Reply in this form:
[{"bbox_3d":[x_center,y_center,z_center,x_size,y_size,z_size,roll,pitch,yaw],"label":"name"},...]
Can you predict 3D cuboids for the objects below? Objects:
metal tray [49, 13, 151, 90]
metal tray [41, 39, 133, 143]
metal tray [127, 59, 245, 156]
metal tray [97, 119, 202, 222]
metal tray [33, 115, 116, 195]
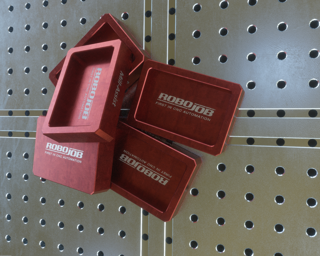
[{"bbox_3d":[-0.086,-0.083,0.440,0.130,0.030,0.090,-41,76,15],"label":"metal tray"},{"bbox_3d":[-0.091,-0.047,0.397,0.090,0.030,0.130,-2,65,27],"label":"metal tray"},{"bbox_3d":[0.031,-0.028,0.398,0.130,0.030,0.090,19,97,18],"label":"metal tray"},{"bbox_3d":[-0.022,0.053,0.417,0.130,0.030,0.090,27,99,18],"label":"metal tray"},{"bbox_3d":[-0.124,0.033,0.436,0.130,0.030,0.090,8,94,34],"label":"metal tray"}]
